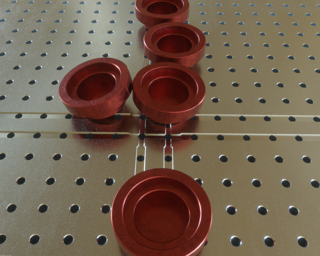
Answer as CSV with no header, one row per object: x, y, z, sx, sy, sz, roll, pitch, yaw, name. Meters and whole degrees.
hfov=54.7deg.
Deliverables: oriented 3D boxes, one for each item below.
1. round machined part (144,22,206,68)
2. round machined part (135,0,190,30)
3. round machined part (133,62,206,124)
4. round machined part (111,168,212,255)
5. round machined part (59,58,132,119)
0.024,-0.128,0.504,0.099,0.042,0.098,0,50,0,round machined part
0.004,-0.211,0.574,0.099,0.042,0.098,1,50,0,round machined part
0.011,-0.044,0.430,0.099,0.042,0.098,4,51,-4,round machined part
0.002,0.093,0.318,0.099,0.042,0.098,0,50,0,round machined part
-0.085,-0.051,0.430,0.098,0.042,0.098,-7,50,8,round machined part
